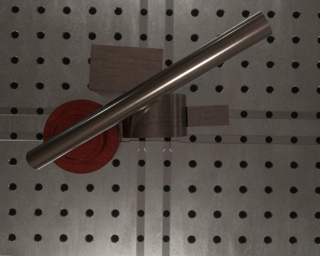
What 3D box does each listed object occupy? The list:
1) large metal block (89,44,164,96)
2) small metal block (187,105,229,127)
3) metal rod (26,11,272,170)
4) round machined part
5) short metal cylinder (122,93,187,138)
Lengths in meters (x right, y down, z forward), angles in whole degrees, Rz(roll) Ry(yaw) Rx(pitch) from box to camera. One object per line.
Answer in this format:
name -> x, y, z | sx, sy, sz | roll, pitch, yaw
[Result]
large metal block -> -0.038, -0.066, 0.385 | 0.081, 0.080, 0.050 | 4, 90, -1
small metal block -> 0.059, -0.015, 0.402 | 0.050, 0.050, 0.025 | -2, 90, -1
metal rod -> -0.025, -0.031, 0.336 | 0.300, 0.025, 0.025 | -29, 91, 15
round machined part -> -0.103, 0.011, 0.404 | 0.099, 0.042, 0.097 | 0, 90, -1
short metal cylinder -> -0.007, -0.014, 0.386 | 0.081, 0.080, 0.050 | -1, 90, -1
